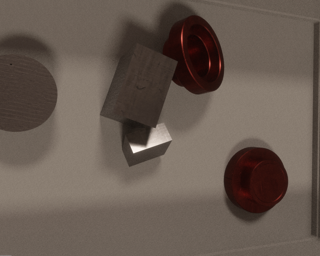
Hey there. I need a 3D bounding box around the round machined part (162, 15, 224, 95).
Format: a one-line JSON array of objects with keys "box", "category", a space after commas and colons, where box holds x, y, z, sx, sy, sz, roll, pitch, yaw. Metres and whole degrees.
[{"box": [0.041, -0.091, 0.403, 0.099, 0.042, 0.098, 14, 71, -48], "category": "round machined part"}]

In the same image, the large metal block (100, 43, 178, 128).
[{"box": [-0.028, -0.046, 0.372, 0.050, 0.080, 0.080, 21, 83, -19], "category": "large metal block"}]

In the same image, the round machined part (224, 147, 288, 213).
[{"box": [0.148, 0.078, 0.458, 0.099, 0.042, 0.097, 0, 90, -21], "category": "round machined part"}]

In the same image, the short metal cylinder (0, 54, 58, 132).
[{"box": [-0.156, -0.036, 0.340, 0.081, 0.050, 0.079, 0, 90, -21], "category": "short metal cylinder"}]

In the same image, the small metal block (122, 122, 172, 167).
[{"box": [-0.017, 0.022, 0.389, 0.050, 0.050, 0.025, -18, 69, -19], "category": "small metal block"}]
